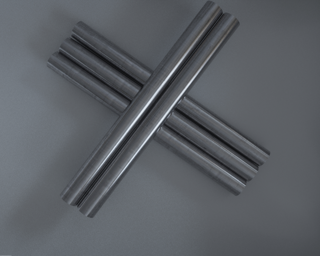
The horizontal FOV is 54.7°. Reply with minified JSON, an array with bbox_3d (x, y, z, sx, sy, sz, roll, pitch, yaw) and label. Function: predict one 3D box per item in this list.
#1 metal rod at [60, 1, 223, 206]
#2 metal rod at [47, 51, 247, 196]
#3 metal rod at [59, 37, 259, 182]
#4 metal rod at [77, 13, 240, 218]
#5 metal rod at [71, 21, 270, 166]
[{"bbox_3d":[-0.023,-0.030,0.385,0.025,0.025,0.300,37,90,0],"label":"metal rod"},{"bbox_3d":[-0.017,-0.005,0.410,0.301,0.025,0.025,34,90,0],"label":"metal rod"},{"bbox_3d":[-0.001,-0.024,0.410,0.301,0.025,0.025,34,90,0],"label":"metal rod"},{"bbox_3d":[-0.002,-0.016,0.385,0.025,0.025,0.300,37,90,0],"label":"metal rod"},{"bbox_3d":[0.014,-0.045,0.410,0.301,0.025,0.025,35,90,0],"label":"metal rod"}]
